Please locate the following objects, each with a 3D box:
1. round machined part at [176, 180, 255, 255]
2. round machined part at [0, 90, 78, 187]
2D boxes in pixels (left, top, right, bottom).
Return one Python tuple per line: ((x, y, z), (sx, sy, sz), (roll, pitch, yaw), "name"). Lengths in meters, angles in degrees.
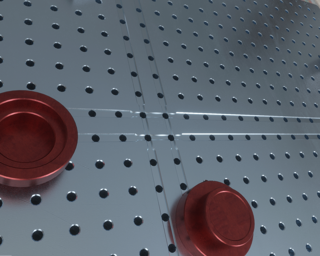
((0.072, 0.109, 0.369), (0.099, 0.042, 0.098), (14, 56, -21), "round machined part")
((-0.138, 0.013, 0.315), (0.099, 0.042, 0.098), (14, 56, -21), "round machined part")
